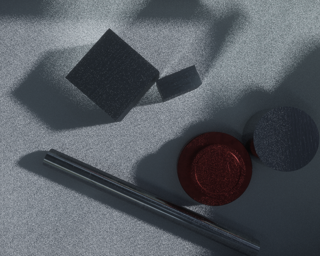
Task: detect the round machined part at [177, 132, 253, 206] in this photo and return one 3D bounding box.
[{"bbox_3d":[0.072,0.054,0.404,0.099,0.042,0.097,0,90,-1],"label":"round machined part"}]

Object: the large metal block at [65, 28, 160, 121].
[{"bbox_3d":[-0.058,-0.065,0.398,0.080,0.050,0.080,41,90,-1],"label":"large metal block"}]

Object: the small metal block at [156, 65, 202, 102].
[{"bbox_3d":[0.023,-0.056,0.399,0.050,0.050,0.025,-22,90,0],"label":"small metal block"}]

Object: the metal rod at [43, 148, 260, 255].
[{"bbox_3d":[-0.011,0.100,0.411,0.301,0.025,0.025,24,90,-1],"label":"metal rod"}]

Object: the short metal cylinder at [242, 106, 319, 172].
[{"bbox_3d":[0.154,0.013,0.401,0.081,0.050,0.079,0,90,-1],"label":"short metal cylinder"}]
